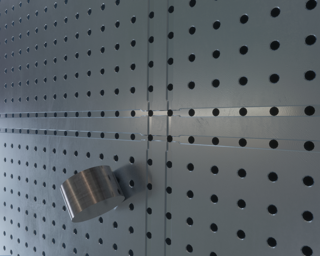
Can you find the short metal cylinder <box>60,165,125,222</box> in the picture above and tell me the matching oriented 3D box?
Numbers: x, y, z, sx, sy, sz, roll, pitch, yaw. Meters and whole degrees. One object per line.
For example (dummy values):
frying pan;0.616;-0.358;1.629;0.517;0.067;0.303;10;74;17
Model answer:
short metal cylinder;-0.099;0.097;0.457;0.080;0.081;0.050;-43;64;32
